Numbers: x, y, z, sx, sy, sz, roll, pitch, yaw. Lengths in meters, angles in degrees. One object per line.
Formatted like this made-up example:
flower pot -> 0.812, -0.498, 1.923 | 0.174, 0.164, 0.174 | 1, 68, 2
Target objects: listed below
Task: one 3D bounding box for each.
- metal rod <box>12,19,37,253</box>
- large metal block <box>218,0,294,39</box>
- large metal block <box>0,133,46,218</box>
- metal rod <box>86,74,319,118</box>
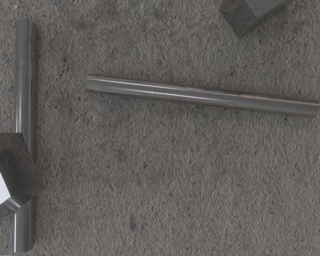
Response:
metal rod -> -0.178, 0.010, 0.408 | 0.025, 0.025, 0.298 | 1, 90, 0
large metal block -> 0.127, -0.164, 0.384 | 0.080, 0.080, 0.050 | -34, 90, 0
large metal block -> -0.199, 0.061, 0.375 | 0.080, 0.050, 0.080 | -35, 76, 20
metal rod -> 0.056, -0.043, 0.410 | 0.302, 0.025, 0.025 | 6, 90, -1
